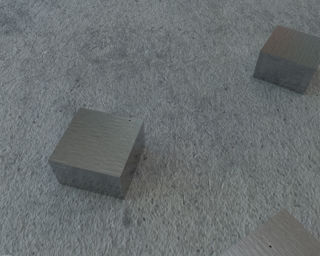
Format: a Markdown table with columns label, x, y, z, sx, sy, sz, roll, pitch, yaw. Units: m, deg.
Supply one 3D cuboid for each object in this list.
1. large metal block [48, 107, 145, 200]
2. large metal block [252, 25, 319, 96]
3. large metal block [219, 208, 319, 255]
| label | x | y | z | sx | sy | sz | roll | pitch | yaw |
| --- | --- | --- | --- | --- | --- | --- | --- | --- | --- |
| large metal block | -0.069 | 0.028 | 0.363 | 0.080 | 0.050 | 0.080 | 12 | 51 | 10 |
| large metal block | 0.201 | -0.106 | 0.478 | 0.080 | 0.050 | 0.080 | 26 | 55 | 20 |
| large metal block | 0.106 | 0.133 | 0.275 | 0.081 | 0.050 | 0.080 | -27 | 55 | -21 |
